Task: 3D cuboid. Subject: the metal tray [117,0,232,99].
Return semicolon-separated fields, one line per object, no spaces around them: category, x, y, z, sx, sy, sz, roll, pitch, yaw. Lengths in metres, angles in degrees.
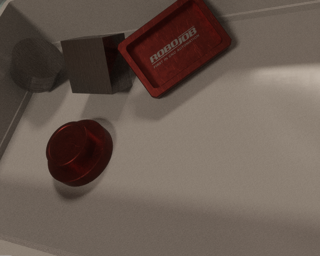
metal tray;0.020;-0.112;0.428;0.130;0.030;0.090;-36;89;4

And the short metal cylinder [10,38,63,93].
short metal cylinder;-0.214;-0.108;0.538;0.050;0.081;0.080;-43;36;53

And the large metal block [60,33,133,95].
large metal block;-0.095;-0.097;0.469;0.080;0.079;0.050;5;24;30

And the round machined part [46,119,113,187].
round machined part;-0.120;0.030;0.438;0.098;0.042;0.098;-13;56;20
